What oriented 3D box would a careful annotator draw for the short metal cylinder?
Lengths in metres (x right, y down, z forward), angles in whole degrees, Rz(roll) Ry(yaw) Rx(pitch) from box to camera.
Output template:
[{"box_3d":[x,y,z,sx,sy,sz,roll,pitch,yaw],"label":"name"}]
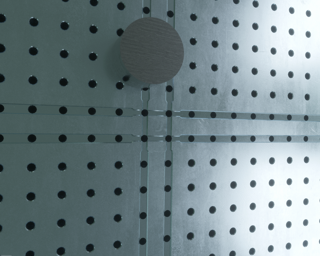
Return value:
[{"box_3d":[-0.017,-0.092,0.393,0.081,0.050,0.080,0,90,-20],"label":"short metal cylinder"}]
